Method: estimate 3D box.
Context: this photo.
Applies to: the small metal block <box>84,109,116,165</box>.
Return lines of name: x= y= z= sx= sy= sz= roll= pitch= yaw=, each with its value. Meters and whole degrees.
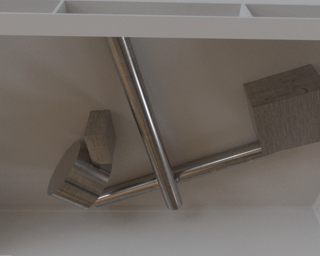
small metal block: x=-0.076 y=0.012 z=0.401 sx=0.025 sy=0.050 sz=0.050 roll=-4 pitch=130 yaw=3

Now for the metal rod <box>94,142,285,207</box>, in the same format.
metal rod: x=0.032 y=0.069 z=0.468 sx=0.301 sy=0.025 sz=0.025 roll=-19 pitch=128 yaw=15

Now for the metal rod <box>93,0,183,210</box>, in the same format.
metal rod: x=-0.016 y=-0.004 z=0.386 sx=0.025 sy=0.025 sz=0.298 roll=-12 pitch=124 yaw=9

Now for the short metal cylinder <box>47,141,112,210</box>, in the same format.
short metal cylinder: x=-0.110 y=0.065 z=0.427 sx=0.050 sy=0.080 sz=0.080 roll=33 pitch=123 yaw=-25

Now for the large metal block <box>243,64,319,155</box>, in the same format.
large metal block: x=0.154 y=-0.020 z=0.378 sx=0.080 sy=0.050 sz=0.080 roll=-16 pitch=129 yaw=13
